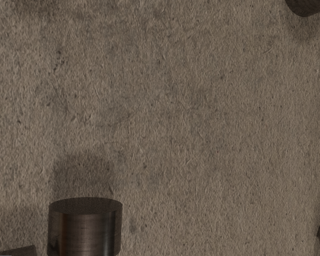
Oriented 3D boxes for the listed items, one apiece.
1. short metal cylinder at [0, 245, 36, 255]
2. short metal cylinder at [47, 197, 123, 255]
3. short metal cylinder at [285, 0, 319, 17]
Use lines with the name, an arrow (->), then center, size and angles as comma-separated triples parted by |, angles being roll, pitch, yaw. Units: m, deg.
short metal cylinder -> -0.155, 0.169, 0.323 | 0.050, 0.080, 0.079 | -5, 92, -20
short metal cylinder -> -0.084, 0.112, 0.350 | 0.081, 0.080, 0.050 | 2, 90, -20
short metal cylinder -> 0.244, -0.223, 0.488 | 0.081, 0.050, 0.079 | 0, 90, -20
